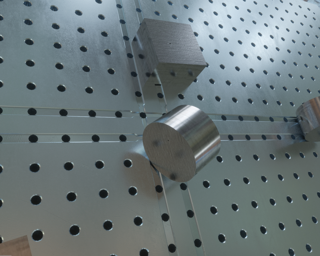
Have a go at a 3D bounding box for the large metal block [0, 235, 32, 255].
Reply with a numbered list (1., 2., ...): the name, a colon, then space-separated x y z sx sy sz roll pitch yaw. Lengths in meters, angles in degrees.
1. large metal block: -0.137 0.123 0.224 0.081 0.080 0.050 -11 67 -33

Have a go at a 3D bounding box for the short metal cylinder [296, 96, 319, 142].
1. short metal cylinder: 0.284 -0.016 0.535 0.081 0.080 0.050 6 59 -25

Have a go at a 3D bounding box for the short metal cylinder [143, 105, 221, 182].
1. short metal cylinder: 0.025 0.018 0.375 0.050 0.080 0.080 -34 81 -38

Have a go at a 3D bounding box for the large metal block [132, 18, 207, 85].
1. large metal block: 0.013 -0.113 0.468 0.081 0.050 0.080 -3 63 -30
